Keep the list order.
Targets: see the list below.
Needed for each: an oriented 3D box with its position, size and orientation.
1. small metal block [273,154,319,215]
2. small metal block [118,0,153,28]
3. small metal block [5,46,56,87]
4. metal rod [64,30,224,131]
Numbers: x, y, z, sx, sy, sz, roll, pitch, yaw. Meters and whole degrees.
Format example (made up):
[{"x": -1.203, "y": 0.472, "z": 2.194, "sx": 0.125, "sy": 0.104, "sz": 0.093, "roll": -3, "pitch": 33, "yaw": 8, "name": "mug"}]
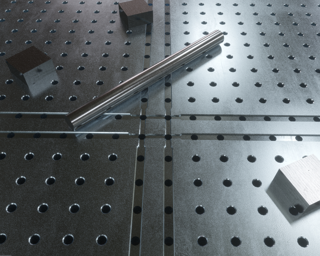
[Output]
[{"x": 0.170, "y": 0.064, "z": 0.356, "sx": 0.050, "sy": 0.025, "sz": 0.050, "roll": -19, "pitch": 53, "yaw": -16, "name": "small metal block"}, {"x": -0.046, "y": -0.220, "z": 0.592, "sx": 0.050, "sy": 0.025, "sz": 0.050, "roll": -19, "pitch": 53, "yaw": -16, "name": "small metal block"}, {"x": -0.203, "y": -0.098, "z": 0.488, "sx": 0.050, "sy": 0.025, "sz": 0.050, "roll": 35, "pitch": 58, "yaw": 25, "name": "small metal block"}, {"x": -0.009, "y": -0.083, "z": 0.477, "sx": 0.302, "sy": 0.025, "sz": 0.025, "roll": -35, "pitch": 58, "yaw": -26, "name": "metal rod"}]
